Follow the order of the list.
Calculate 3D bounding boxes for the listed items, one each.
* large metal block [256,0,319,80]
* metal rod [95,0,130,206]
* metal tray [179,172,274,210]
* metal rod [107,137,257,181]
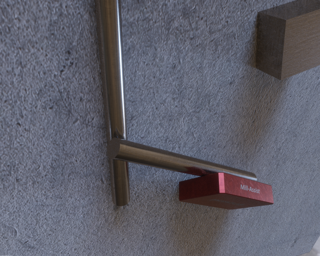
[{"bbox_3d":[0.179,-0.121,0.416,0.081,0.050,0.080,-22,127,-16],"label":"large metal block"},{"bbox_3d":[-0.053,-0.025,0.363,0.025,0.025,0.298,-13,124,-22],"label":"metal rod"},{"bbox_3d":[0.106,0.104,0.493,0.131,0.030,0.090,19,151,-36],"label":"metal tray"},{"bbox_3d":[0.054,0.058,0.456,0.302,0.025,0.025,18,109,-41],"label":"metal rod"}]
